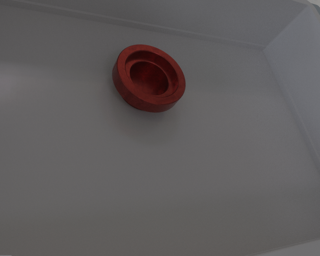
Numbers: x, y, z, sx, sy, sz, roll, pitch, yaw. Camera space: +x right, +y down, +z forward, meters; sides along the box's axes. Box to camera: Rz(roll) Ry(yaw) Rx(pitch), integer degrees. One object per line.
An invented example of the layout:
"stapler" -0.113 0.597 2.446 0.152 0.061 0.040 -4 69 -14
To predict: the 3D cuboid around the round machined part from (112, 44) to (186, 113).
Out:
"round machined part" -0.018 -0.062 0.423 0.099 0.042 0.098 13 56 -21
